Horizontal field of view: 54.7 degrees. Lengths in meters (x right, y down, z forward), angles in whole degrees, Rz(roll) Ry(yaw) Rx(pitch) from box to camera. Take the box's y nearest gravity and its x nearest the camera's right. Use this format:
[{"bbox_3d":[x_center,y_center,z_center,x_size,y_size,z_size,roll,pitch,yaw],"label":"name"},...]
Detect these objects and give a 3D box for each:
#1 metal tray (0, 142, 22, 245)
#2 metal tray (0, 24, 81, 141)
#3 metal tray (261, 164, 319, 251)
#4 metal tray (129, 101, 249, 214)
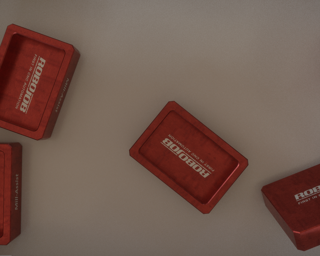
[{"bbox_3d":[-0.234,0.083,0.406,0.091,0.030,0.129,1,90,0],"label":"metal tray"},{"bbox_3d":[-0.171,-0.058,0.407,0.090,0.030,0.129,20,90,0],"label":"metal tray"},{"bbox_3d":[0.204,0.085,0.377,0.131,0.090,0.030,-22,114,1],"label":"metal tray"},{"bbox_3d":[0.037,0.037,0.408,0.130,0.030,0.090,39,90,0],"label":"metal tray"}]
